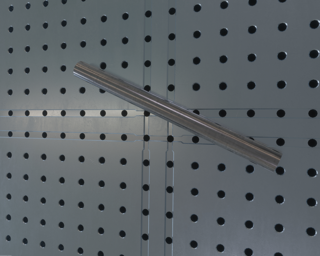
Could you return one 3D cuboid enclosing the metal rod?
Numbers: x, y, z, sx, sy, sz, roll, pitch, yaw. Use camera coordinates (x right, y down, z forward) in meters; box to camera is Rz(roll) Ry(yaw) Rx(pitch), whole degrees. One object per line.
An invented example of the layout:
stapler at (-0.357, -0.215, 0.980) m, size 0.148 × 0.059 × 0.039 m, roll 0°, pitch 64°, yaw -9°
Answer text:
metal rod at (0.010, -0.023, 0.409) m, size 0.300 × 0.025 × 0.025 m, roll 26°, pitch 99°, yaw 18°
